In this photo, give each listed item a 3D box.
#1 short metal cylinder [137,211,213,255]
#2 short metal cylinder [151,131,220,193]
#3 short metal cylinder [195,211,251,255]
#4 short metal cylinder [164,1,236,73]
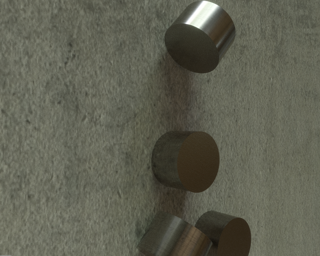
[{"bbox_3d":[0.018,0.148,0.387,0.080,0.080,0.050,49,61,-29],"label":"short metal cylinder"},{"bbox_3d":[0.035,0.044,0.421,0.081,0.050,0.079,0,90,-40],"label":"short metal cylinder"},{"bbox_3d":[0.094,0.171,0.470,0.081,0.050,0.079,0,90,-40],"label":"short metal cylinder"},{"bbox_3d":[0.053,-0.120,0.416,0.080,0.080,0.050,50,60,-29],"label":"short metal cylinder"}]
